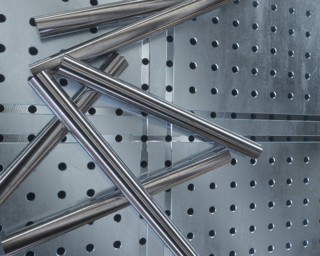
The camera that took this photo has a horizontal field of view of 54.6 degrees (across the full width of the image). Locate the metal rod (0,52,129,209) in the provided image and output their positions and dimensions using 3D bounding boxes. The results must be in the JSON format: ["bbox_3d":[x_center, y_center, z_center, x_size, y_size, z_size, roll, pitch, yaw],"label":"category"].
[{"bbox_3d":[-0.142,0.026,0.360,0.025,0.025,0.300,43,77,-15],"label":"metal rod"}]

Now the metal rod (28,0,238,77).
[{"bbox_3d":[-0.015,-0.128,0.392,0.302,0.025,0.025,-27,99,-13],"label":"metal rod"}]

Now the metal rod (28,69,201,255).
[{"bbox_3d":[-0.044,0.060,0.368,0.025,0.025,0.300,-41,103,-15],"label":"metal rod"}]

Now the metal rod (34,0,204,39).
[{"bbox_3d":[-0.007,-0.162,0.409,0.302,0.025,0.025,-19,97,-19],"label":"metal rod"}]

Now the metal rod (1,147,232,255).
[{"bbox_3d":[-0.039,0.086,0.398,0.302,0.025,0.025,-19,97,-19],"label":"metal rod"}]

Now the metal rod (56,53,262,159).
[{"bbox_3d":[0.018,-0.018,0.402,0.302,0.025,0.025,23,83,-25],"label":"metal rod"}]
